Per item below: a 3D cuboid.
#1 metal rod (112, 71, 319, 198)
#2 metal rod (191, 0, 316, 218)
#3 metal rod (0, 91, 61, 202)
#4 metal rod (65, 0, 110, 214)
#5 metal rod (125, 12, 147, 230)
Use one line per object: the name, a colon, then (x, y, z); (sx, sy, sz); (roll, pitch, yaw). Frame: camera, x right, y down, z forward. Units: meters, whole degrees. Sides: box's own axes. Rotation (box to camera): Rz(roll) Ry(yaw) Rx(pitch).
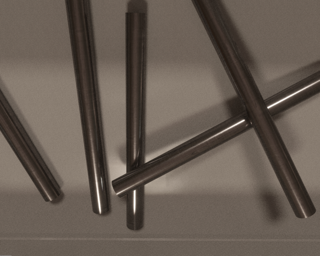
metal rod: (0.075, 0.010, 0.400); (0.301, 0.025, 0.025); (-28, 108, 3)
metal rod: (0.113, -0.027, 0.370); (0.025, 0.025, 0.299); (-27, 96, 9)
metal rod: (-0.210, -0.031, 0.396); (0.025, 0.025, 0.299); (-21, 109, 7)
metal rod: (-0.091, -0.021, 0.402); (0.025, 0.025, 0.298); (-2, 110, 0)
metal rod: (-0.033, 0.005, 0.412); (0.025, 0.025, 0.298); (2, 110, -1)
